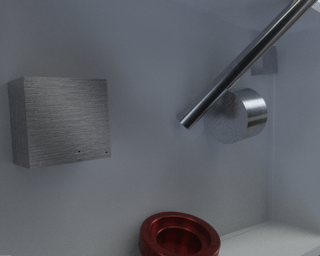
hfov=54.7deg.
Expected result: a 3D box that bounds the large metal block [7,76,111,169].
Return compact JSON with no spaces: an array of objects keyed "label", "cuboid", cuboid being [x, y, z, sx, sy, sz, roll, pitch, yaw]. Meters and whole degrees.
[{"label":"large metal block","cuboid":[-0.099,-0.007,0.309,0.081,0.050,0.079,-5,94,-40]}]

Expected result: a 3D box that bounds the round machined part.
[{"label":"round machined part","cuboid":[0.022,0.148,0.383,0.099,0.098,0.042,-6,111,-40]}]

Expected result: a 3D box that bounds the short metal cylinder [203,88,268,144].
[{"label":"short metal cylinder","cuboid":[0.113,-0.020,0.468,0.050,0.080,0.079,-13,98,-40]}]

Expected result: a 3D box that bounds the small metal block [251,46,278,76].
[{"label":"small metal block","cuboid":[0.191,-0.124,0.570,0.050,0.025,0.050,-11,98,-40]}]

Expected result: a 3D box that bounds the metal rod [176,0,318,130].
[{"label":"metal rod","cuboid":[0.137,-0.112,0.429,0.300,0.025,0.025,-45,123,4]}]
